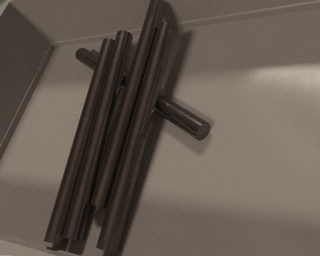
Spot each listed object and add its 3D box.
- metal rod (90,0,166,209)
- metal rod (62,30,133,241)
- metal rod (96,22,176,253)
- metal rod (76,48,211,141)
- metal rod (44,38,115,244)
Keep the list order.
[{"bbox_3d":[-0.039,-0.043,0.420,0.025,0.025,0.299,6,74,30],"label":"metal rod"},{"bbox_3d":[-0.080,-0.004,0.427,0.025,0.025,0.299,0,68,28],"label":"metal rod"},{"bbox_3d":[-0.025,-0.001,0.393,0.025,0.025,0.299,5,72,30],"label":"metal rod"},{"bbox_3d":[-0.044,-0.064,0.466,0.025,0.025,0.300,-49,52,-7],"label":"metal rod"},{"bbox_3d":[-0.105,0.005,0.436,0.025,0.025,0.299,0,67,28],"label":"metal rod"}]
